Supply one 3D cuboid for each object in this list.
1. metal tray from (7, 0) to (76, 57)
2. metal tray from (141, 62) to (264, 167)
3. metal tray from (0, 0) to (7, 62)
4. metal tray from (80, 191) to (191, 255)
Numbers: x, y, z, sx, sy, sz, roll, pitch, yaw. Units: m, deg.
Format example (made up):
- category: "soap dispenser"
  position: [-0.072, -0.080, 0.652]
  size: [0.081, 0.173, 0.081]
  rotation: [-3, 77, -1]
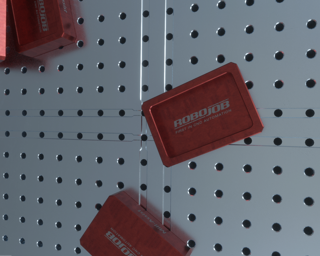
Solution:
- category: "metal tray"
  position: [-0.185, -0.184, 0.473]
  size: [0.090, 0.030, 0.129]
  rotation: [-13, 86, 19]
- category: "metal tray"
  position: [0.052, -0.014, 0.391]
  size: [0.130, 0.030, 0.090]
  rotation: [-23, 83, 18]
- category: "metal tray"
  position: [-0.265, -0.166, 0.478]
  size: [0.090, 0.030, 0.129]
  rotation: [3, 92, 50]
- category: "metal tray"
  position: [-0.036, 0.161, 0.421]
  size: [0.130, 0.030, 0.090]
  rotation: [37, 101, 16]
